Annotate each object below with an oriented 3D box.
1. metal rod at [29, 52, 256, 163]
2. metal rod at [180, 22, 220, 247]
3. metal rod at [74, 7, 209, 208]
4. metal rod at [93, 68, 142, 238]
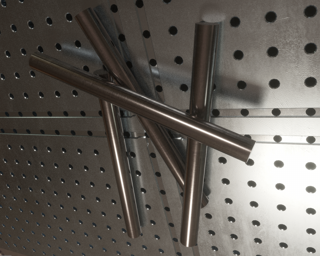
[{"bbox_3d":[-0.036,-0.033,0.368,0.301,0.025,0.025,24,127,18],"label":"metal rod"},{"bbox_3d":[0.045,0.027,0.382,0.025,0.025,0.298,12,117,21],"label":"metal rod"},{"bbox_3d":[-0.016,-0.015,0.409,0.025,0.025,0.299,-21,108,35],"label":"metal rod"},{"bbox_3d":[-0.060,0.056,0.475,0.025,0.025,0.298,8,122,24],"label":"metal rod"}]
